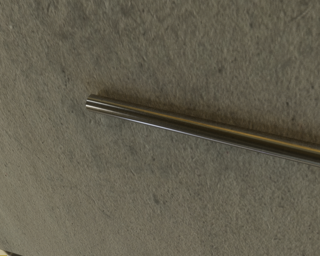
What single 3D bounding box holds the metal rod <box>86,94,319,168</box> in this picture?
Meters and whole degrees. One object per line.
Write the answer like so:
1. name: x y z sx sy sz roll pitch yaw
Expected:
1. metal rod: 0.042 -0.002 0.382 0.301 0.025 0.025 14 124 20
